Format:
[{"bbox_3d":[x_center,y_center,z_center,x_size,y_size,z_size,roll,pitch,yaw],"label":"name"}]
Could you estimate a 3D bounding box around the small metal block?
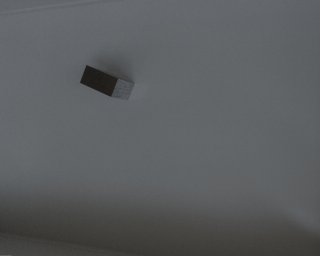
[{"bbox_3d":[-0.070,-0.061,0.421,0.050,0.050,0.025,25,98,18],"label":"small metal block"}]
